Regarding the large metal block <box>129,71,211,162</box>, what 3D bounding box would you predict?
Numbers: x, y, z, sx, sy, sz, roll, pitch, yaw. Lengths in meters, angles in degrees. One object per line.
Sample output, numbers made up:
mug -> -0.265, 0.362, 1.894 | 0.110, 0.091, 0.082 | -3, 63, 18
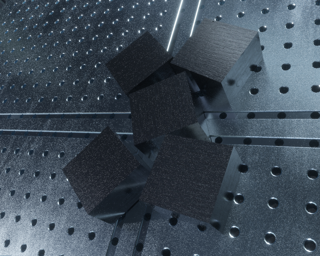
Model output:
large metal block -> 0.011, -0.014, 0.395 | 0.080, 0.050, 0.080 | -20, 54, 16

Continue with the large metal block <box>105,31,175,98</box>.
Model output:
large metal block -> -0.022, -0.083, 0.455 | 0.080, 0.050, 0.080 | -38, 50, 3

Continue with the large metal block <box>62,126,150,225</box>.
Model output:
large metal block -> -0.063, 0.058, 0.388 | 0.080, 0.050, 0.080 | -44, 51, -3

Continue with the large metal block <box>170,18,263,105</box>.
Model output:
large metal block -> 0.075, -0.089, 0.407 | 0.080, 0.050, 0.080 | 30, 78, 35

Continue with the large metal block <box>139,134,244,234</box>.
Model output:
large metal block -> 0.036, 0.059, 0.338 | 0.080, 0.050, 0.080 | 10, 66, 32
